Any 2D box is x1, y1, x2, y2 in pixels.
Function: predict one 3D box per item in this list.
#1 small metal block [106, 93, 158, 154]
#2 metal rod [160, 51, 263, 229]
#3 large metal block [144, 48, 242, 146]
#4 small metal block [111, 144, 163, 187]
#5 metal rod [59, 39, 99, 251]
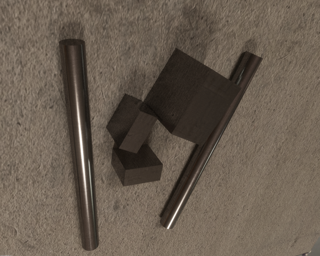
[{"bbox_3d":[-0.035,-0.006,0.369,0.025,0.050,0.050,21,107,-37],"label":"small metal block"},{"bbox_3d":[0.069,0.030,0.465,0.025,0.025,0.298,11,113,-34],"label":"metal rod"},{"bbox_3d":[0.034,-0.038,0.368,0.050,0.080,0.080,22,106,-37],"label":"large metal block"},{"bbox_3d":[-0.031,0.047,0.404,0.050,0.050,0.025,-5,121,-26],"label":"small metal block"},{"bbox_3d":[-0.095,0.043,0.382,0.025,0.025,0.298,-11,123,-23],"label":"metal rod"}]
